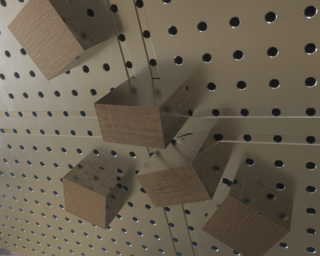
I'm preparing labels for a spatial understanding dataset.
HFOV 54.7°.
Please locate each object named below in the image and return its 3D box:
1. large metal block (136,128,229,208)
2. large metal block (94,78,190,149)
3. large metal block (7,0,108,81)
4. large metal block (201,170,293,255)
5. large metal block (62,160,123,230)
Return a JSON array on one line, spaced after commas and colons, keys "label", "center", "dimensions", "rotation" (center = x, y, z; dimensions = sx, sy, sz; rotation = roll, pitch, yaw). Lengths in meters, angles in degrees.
[{"label": "large metal block", "center": [0.031, 0.050, 0.389], "dimensions": [0.080, 0.080, 0.050], "rotation": [-18, 109, 35]}, {"label": "large metal block", "center": [-0.017, -0.021, 0.371], "dimensions": [0.080, 0.080, 0.050], "rotation": [5, 121, 25]}, {"label": "large metal block", "center": [-0.127, -0.118, 0.387], "dimensions": [0.080, 0.050, 0.080], "rotation": [-26, 105, 36]}, {"label": "large metal block", "center": [0.113, 0.116, 0.407], "dimensions": [0.080, 0.050, 0.079], "rotation": [30, 128, 8]}, {"label": "large metal block", "center": [-0.112, 0.112, 0.521], "dimensions": [0.080, 0.050, 0.079], "rotation": [19, 126, 16]}]
